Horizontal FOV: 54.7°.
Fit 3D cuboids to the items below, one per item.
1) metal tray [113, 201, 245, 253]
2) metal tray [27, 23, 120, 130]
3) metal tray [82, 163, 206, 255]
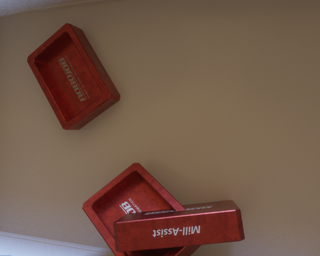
[{"bbox_3d":[0.023,0.109,0.352,0.131,0.090,0.030,-8,82,7],"label":"metal tray"},{"bbox_3d":[-0.128,-0.073,0.452,0.090,0.030,0.130,-34,79,16],"label":"metal tray"},{"bbox_3d":[-0.022,0.111,0.368,0.090,0.030,0.130,-38,50,-16],"label":"metal tray"}]
